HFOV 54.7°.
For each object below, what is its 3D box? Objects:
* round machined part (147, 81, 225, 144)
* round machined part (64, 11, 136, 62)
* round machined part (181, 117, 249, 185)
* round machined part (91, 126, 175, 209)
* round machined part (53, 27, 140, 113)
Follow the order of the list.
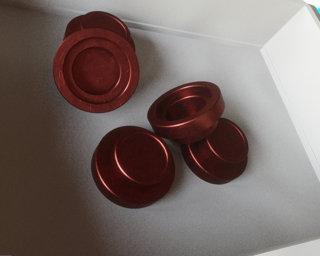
[{"bbox_3d":[0.037,-0.017,0.403,0.098,0.098,0.042,-55,132,-39],"label":"round machined part"},{"bbox_3d":[-0.079,-0.121,0.427,0.099,0.042,0.098,14,56,-21],"label":"round machined part"},{"bbox_3d":[0.081,0.025,0.426,0.099,0.042,0.098,14,56,-21],"label":"round machined part"},{"bbox_3d":[-0.026,0.040,0.358,0.099,0.042,0.098,14,56,-21],"label":"round machined part"},{"bbox_3d":[-0.077,-0.069,0.375,0.099,0.042,0.097,-3,100,-18],"label":"round machined part"}]
